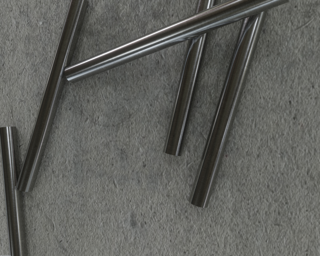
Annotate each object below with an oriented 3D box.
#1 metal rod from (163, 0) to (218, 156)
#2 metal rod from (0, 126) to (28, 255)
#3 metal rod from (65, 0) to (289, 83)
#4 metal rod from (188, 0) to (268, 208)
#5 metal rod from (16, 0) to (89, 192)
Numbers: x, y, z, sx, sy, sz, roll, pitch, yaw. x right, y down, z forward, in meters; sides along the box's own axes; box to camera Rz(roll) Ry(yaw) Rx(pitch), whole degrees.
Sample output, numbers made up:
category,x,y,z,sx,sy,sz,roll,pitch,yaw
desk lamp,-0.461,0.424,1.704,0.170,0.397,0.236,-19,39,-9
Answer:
category,x,y,z,sx,sy,sz,roll,pitch,yaw
metal rod,0.049,-0.112,0.391,0.025,0.025,0.298,14,95,19
metal rod,-0.227,0.147,0.486,0.025,0.025,0.298,-7,88,19
metal rod,0.000,-0.110,0.387,0.300,0.025,0.025,-14,86,27
metal rod,0.089,-0.047,0.377,0.025,0.025,0.298,18,96,19
metal rod,-0.163,-0.047,0.464,0.025,0.025,0.298,21,97,18
